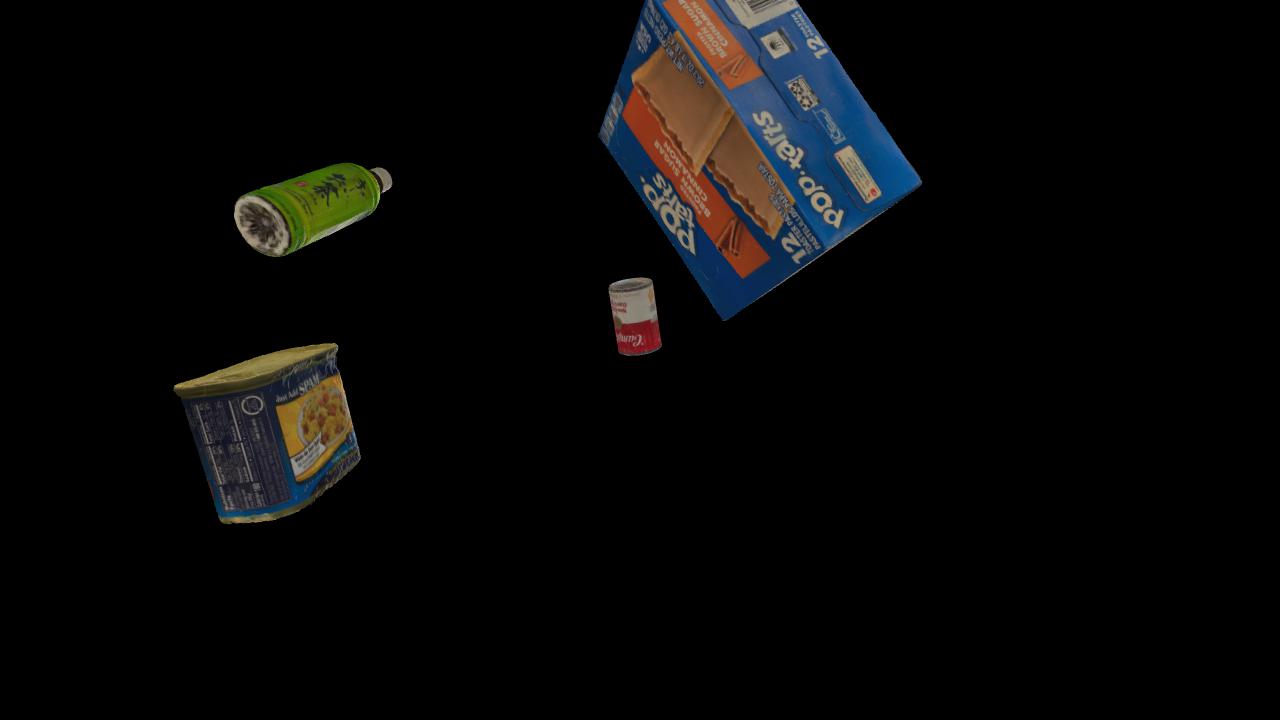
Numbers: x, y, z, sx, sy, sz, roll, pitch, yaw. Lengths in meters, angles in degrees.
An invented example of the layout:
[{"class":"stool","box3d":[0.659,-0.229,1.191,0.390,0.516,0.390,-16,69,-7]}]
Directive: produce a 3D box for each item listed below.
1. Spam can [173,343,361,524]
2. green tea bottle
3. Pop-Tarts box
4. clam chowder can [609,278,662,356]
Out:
[{"class":"Spam can","box3d":[-0.226,0.042,0.388,0.058,0.085,0.101,-8,13,3]},{"class":"green tea bottle","box3d":[-0.364,-0.186,0.719,0.073,0.073,0.212,0,28,15]},{"class":"Pop-Tarts box","box3d":[0.062,-0.130,0.390,0.083,0.167,0.141,-32,-2,-19]},{"class":"clam chowder can","box3d":[-0.007,-0.065,0.913,0.068,0.102,0.068,-7,20,3]}]
